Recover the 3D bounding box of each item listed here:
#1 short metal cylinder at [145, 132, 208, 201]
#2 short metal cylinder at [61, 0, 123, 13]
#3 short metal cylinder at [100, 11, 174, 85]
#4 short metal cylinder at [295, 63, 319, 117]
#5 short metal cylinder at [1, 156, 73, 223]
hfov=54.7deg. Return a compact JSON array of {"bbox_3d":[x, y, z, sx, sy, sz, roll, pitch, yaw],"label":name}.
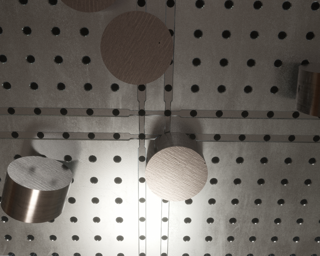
[{"bbox_3d":[0.021,0.051,0.419,0.081,0.050,0.079,0,110,-1],"label":"short metal cylinder"},{"bbox_3d":[-0.075,-0.168,0.337,0.081,0.050,0.079,0,110,-1],"label":"short metal cylinder"},{"bbox_3d":[-0.025,-0.095,0.365,0.081,0.050,0.079,0,110,0],"label":"short metal cylinder"},{"bbox_3d":[0.207,-0.047,0.370,0.081,0.080,0.050,-3,110,1],"label":"short metal cylinder"},{"bbox_3d":[-0.163,0.079,0.411,0.080,0.080,0.050,18,109,-7],"label":"short metal cylinder"}]
